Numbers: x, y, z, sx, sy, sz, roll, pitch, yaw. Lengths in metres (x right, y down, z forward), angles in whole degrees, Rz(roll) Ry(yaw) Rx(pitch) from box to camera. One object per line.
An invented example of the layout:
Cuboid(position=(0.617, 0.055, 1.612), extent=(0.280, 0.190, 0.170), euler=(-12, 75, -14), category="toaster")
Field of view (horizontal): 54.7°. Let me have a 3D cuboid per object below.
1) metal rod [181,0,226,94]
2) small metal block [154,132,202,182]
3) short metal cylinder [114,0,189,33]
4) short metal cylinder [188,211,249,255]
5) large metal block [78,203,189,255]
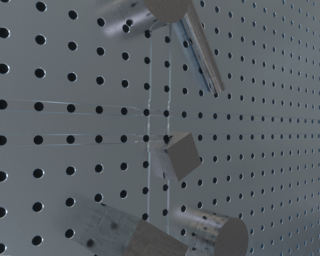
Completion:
Cuboid(position=(0.030, -0.185, 0.434), extent=(0.025, 0.025, 0.299), euler=(-40, 114, -33), category="metal rod")
Cuboid(position=(0.026, 0.039, 0.432), extent=(0.050, 0.025, 0.050), euler=(-32, 110, -35), category="small metal block")
Cuboid(position=(-0.010, -0.165, 0.385), extent=(0.081, 0.050, 0.079), euler=(0, 90, -40), category="short metal cylinder")
Cuboid(position=(0.089, 0.171, 0.469), extent=(0.081, 0.050, 0.079), euler=(0, 90, -40), category="short metal cylinder")
Cuboid(position=(-0.030, 0.132, 0.349), extent=(0.080, 0.080, 0.050), euler=(41, 65, -33), category="large metal block")
